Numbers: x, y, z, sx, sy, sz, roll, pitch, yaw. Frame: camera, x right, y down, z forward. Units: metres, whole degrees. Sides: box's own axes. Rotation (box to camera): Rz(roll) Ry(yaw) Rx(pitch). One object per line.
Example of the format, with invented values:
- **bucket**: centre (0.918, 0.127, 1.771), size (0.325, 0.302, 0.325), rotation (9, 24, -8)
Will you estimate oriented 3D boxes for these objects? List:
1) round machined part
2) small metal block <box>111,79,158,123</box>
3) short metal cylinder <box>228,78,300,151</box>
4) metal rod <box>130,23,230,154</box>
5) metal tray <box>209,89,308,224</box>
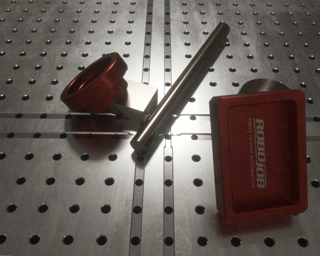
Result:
- **round machined part**: centre (-0.083, -0.056, 0.422), size (0.098, 0.042, 0.098), rotation (-28, 30, 18)
- **small metal block**: centre (-0.036, -0.039, 0.440), size (0.050, 0.025, 0.050), rotation (18, 52, 14)
- **short metal cylinder**: centre (0.126, -0.014, 0.386), size (0.080, 0.080, 0.050), rotation (24, 54, 18)
- **metal rod**: centre (0.044, -0.077, 0.473), size (0.025, 0.025, 0.301), rotation (22, 53, 17)
- **metal tray**: centre (0.103, 0.028, 0.325), size (0.091, 0.129, 0.030), rotation (-6, 9, -6)
